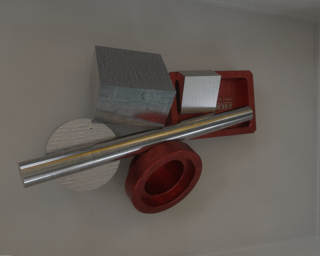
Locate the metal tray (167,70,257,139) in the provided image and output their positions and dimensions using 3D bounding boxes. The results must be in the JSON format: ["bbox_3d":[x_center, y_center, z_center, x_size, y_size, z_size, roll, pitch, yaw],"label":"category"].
[{"bbox_3d":[0.069,-0.033,0.432,0.131,0.030,0.089,-5,92,-20],"label":"metal tray"}]

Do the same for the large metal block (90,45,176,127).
[{"bbox_3d":[-0.035,-0.049,0.359,0.081,0.080,0.050,3,131,-19],"label":"large metal block"}]

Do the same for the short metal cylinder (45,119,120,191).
[{"bbox_3d":[-0.091,0.029,0.362,0.081,0.050,0.079,0,90,-21],"label":"short metal cylinder"}]

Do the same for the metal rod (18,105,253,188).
[{"bbox_3d":[-0.003,0.012,0.365,0.303,0.025,0.025,-15,95,-31],"label":"metal rod"}]

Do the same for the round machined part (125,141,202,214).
[{"bbox_3d":[0.000,0.056,0.384,0.099,0.042,0.097,-21,133,-24],"label":"round machined part"}]

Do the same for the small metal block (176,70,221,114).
[{"bbox_3d":[0.048,-0.048,0.405,0.050,0.025,0.050,-5,118,-20],"label":"small metal block"}]
